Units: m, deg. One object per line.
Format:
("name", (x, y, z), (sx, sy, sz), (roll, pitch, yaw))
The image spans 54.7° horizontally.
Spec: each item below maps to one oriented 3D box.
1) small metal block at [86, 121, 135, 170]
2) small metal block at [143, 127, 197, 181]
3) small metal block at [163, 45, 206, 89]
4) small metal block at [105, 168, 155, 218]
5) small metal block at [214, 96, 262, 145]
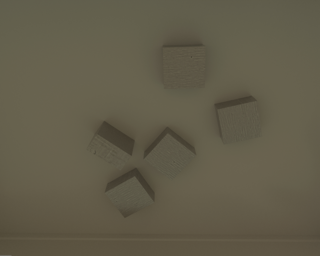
("small metal block", (-0.063, 0.022, 0.405), (0.050, 0.050, 0.025), (34, 107, -12))
("small metal block", (0.013, 0.035, 0.424), (0.050, 0.025, 0.050), (38, 106, -13))
("small metal block", (0.029, -0.076, 0.383), (0.050, 0.025, 0.050), (-2, 110, 0))
("small metal block", (-0.042, 0.093, 0.445), (0.050, 0.025, 0.050), (-30, 108, 10))
("small metal block", (0.103, -0.010, 0.408), (0.050, 0.025, 0.050), (-13, 110, 4))
